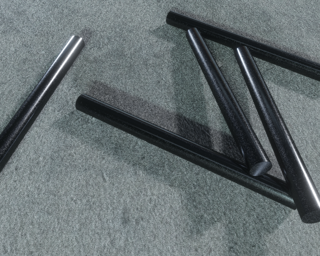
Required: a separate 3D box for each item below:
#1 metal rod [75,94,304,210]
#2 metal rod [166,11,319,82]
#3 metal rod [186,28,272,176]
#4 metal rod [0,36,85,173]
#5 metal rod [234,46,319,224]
[{"bbox_3d":[0.021,0.021,0.385,0.301,0.025,0.025,24,54,18],"label":"metal rod"},{"bbox_3d":[0.142,-0.140,0.522,0.300,0.025,0.025,28,55,21],"label":"metal rod"},{"bbox_3d":[0.083,-0.060,0.437,0.025,0.025,0.300,-7,45,-7],"label":"metal rod"},{"bbox_3d":[-0.173,-0.034,0.429,0.025,0.025,0.300,11,51,8],"label":"metal rod"},{"bbox_3d":[0.141,-0.020,0.402,0.025,0.025,0.300,-2,44,-2],"label":"metal rod"}]
